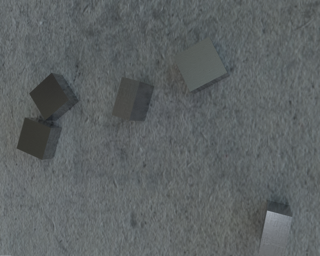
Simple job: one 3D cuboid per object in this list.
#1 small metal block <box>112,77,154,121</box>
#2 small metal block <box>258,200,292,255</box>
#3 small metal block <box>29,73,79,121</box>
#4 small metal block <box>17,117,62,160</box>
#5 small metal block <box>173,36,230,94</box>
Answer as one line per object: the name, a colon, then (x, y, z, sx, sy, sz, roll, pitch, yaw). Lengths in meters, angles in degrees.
small metal block: (-0.034, -0.037, 0.407, 0.025, 0.050, 0.050, 18, 96, 19)
small metal block: (0.130, 0.114, 0.350, 0.025, 0.050, 0.050, 11, 94, 19)
small metal block: (-0.158, -0.046, 0.463, 0.050, 0.025, 0.050, -37, 79, 16)
small metal block: (-0.184, 0.015, 0.472, 0.050, 0.025, 0.050, 20, 96, 18)
small metal block: (0.052, -0.078, 0.390, 0.050, 0.025, 0.050, -27, 82, 17)
